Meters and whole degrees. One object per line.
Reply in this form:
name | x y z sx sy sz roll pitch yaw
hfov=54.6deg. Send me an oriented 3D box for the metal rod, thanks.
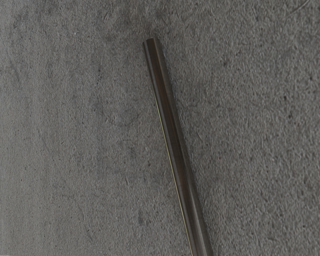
metal rod | 0.021 0.029 0.388 0.025 0.025 0.299 -22 76 38
